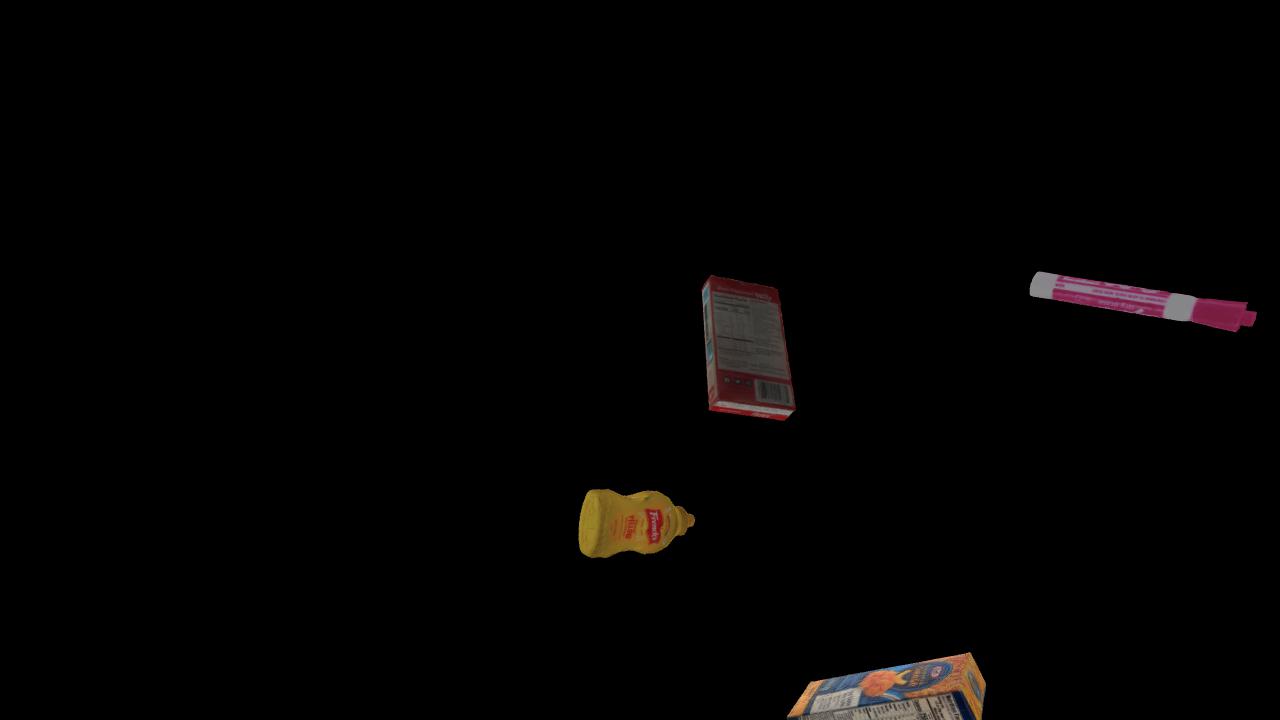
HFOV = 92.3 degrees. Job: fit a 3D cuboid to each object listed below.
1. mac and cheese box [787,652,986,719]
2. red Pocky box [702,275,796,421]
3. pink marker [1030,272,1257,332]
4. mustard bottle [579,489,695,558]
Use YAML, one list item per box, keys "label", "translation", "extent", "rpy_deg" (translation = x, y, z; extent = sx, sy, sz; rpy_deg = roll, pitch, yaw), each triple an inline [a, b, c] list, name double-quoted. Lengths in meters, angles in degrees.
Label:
- label: "mac and cheese box"
  translation: [0.253, 0.354, 0.636]
  extent: [0.184, 0.041, 0.093]
  rpy_deg: [-29, -17, 28]
- label: "red Pocky box"
  translation: [0.108, -0.014, 0.630]
  extent: [0.083, 0.155, 0.028]
  rpy_deg: [9, -34, -12]
- label: "pink marker"
  translation: [0.333, -0.041, 0.415]
  extent: [0.020, 0.020, 0.121]
  rpy_deg: [0, 15, -43]
- label: "mustard bottle"
  translation: [0.004, 0.232, 0.883]
  extent: [0.184, 0.092, 0.054]
  rpy_deg: [9, -7, -33]
